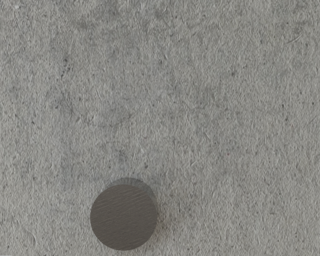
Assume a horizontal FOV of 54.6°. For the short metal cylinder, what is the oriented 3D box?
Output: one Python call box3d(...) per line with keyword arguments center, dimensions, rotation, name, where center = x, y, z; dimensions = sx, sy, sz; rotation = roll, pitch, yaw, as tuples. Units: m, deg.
box3d(center=(-0.044, 0.107, 0.397), dimensions=(0.080, 0.050, 0.080), rotation=(0, 90, 0), name="short metal cylinder")
